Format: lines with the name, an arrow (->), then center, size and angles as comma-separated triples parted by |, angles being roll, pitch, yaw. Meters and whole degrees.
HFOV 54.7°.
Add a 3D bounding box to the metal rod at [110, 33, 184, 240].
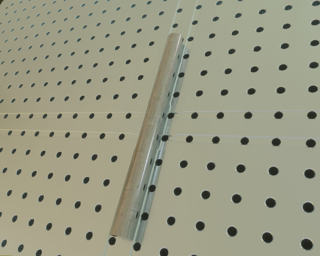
metal rod -> -0.010, -0.007, 0.416 | 0.025, 0.025, 0.300 | 1, 62, 28
